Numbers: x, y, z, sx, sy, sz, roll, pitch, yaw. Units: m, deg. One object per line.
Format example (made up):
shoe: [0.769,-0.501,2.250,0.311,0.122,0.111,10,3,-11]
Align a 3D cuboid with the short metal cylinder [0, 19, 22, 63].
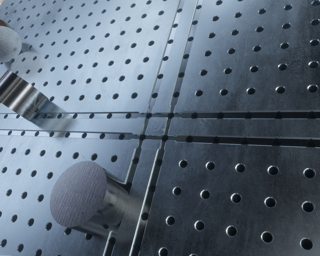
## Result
short metal cylinder: [-0.348,-0.188,0.668,0.080,0.080,0.050,-45,51,-3]

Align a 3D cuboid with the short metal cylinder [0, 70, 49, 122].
short metal cylinder: [-0.241,-0.054,0.530,0.080,0.080,0.050,26,76,36]

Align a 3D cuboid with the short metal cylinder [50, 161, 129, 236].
short metal cylinder: [-0.086,0.087,0.382,0.080,0.050,0.080,-13,56,20]
